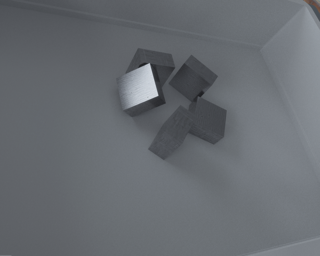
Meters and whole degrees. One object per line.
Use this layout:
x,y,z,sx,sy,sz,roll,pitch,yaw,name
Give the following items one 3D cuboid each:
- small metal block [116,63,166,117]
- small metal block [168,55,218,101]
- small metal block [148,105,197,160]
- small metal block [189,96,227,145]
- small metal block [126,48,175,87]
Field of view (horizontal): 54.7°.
-0.025,-0.049,0.405,0.025,0.050,0.050,39,33,-61,small metal block
0.049,-0.072,0.462,0.050,0.050,0.025,38,51,-3,small metal block
0.016,0.006,0.396,0.025,0.050,0.050,36,51,-5,small metal block
0.067,-0.011,0.450,0.050,0.025,0.050,25,53,-14,small metal block
-0.014,-0.081,0.432,0.050,0.050,0.025,3,57,-27,small metal block
